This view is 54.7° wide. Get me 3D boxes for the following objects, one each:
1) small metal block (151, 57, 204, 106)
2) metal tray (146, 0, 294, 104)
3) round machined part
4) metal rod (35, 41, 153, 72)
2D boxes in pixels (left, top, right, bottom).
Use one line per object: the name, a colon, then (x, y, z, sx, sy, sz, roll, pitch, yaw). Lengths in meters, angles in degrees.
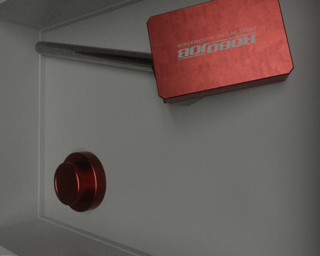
small metal block: (0.022, -0.056, 0.371, 0.025, 0.050, 0.050, -29, 72, 36)
metal tray: (0.058, -0.082, 0.318, 0.131, 0.030, 0.090, -11, 82, 12)
round machined part: (-0.136, 0.088, 0.505, 0.098, 0.042, 0.097, 0, 90, 39)
metal rod: (-0.112, -0.118, 0.496, 0.300, 0.025, 0.025, 17, 101, 38)
